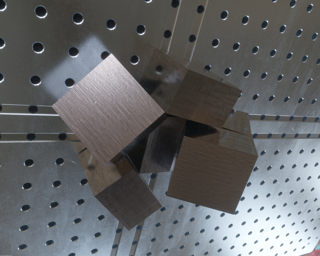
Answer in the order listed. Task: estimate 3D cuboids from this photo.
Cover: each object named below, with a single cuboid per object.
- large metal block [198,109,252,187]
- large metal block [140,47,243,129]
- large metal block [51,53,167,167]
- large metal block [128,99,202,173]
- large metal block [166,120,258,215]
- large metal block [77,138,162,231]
[{"bbox_3d":[0.085,0.022,0.424,0.050,0.080,0.079,17,114,6],"label":"large metal block"},{"bbox_3d":[0.033,-0.047,0.364,0.081,0.080,0.050,14,111,-34],"label":"large metal block"},{"bbox_3d":[-0.050,-0.017,0.329,0.080,0.080,0.050,-42,174,0],"label":"large metal block"},{"bbox_3d":[0.009,0.010,0.405,0.081,0.050,0.079,1,118,-29],"label":"large metal block"},{"bbox_3d":[0.059,0.044,0.364,0.080,0.050,0.079,15,114,2],"label":"large metal block"},{"bbox_3d":[-0.051,0.066,0.386,0.050,0.080,0.080,-35,130,-6],"label":"large metal block"}]
